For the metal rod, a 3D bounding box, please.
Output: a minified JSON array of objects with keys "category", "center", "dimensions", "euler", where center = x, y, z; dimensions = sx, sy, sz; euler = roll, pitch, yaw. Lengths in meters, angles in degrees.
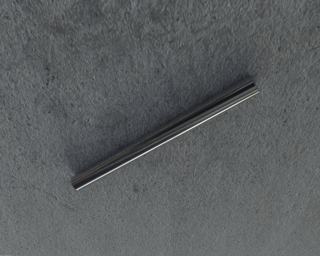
[{"category":"metal rod","center":[-0.008,0.016,0.423],"dimensions":[0.300,0.025,0.025],"euler":[-30,124,22]}]
